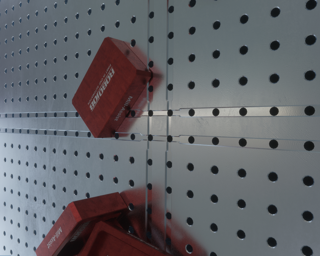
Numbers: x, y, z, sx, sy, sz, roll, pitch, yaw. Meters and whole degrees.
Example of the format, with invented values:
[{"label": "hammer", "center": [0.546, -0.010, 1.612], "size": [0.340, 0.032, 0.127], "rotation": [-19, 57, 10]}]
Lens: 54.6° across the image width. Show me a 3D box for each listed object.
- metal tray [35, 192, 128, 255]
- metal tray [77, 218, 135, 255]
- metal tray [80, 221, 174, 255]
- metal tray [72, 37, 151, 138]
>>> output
[{"label": "metal tray", "center": [-0.117, 0.153, 0.465], "size": [0.129, 0.091, 0.030], "rotation": [-52, 60, 27]}, {"label": "metal tray", "center": [-0.059, 0.209, 0.448], "size": [0.130, 0.030, 0.090], "rotation": [45, 117, 25]}, {"label": "metal tray", "center": [-0.042, 0.187, 0.395], "size": [0.130, 0.030, 0.090], "rotation": [20, 77, 21]}, {"label": "metal tray", "center": [-0.078, -0.059, 0.472], "size": [0.090, 0.030, 0.129], "rotation": [51, 120, 28]}]
